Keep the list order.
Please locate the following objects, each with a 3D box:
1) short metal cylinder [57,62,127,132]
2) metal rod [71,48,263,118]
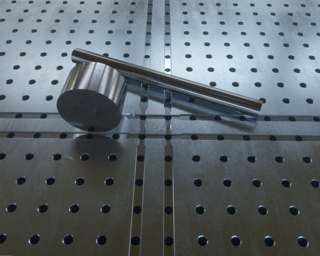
[{"bbox_3d":[-0.086,-0.039,0.403,0.080,0.080,0.050,4,50,3],"label":"short metal cylinder"},{"bbox_3d":[0.001,-0.072,0.467,0.301,0.025,0.025,19,52,14],"label":"metal rod"}]
